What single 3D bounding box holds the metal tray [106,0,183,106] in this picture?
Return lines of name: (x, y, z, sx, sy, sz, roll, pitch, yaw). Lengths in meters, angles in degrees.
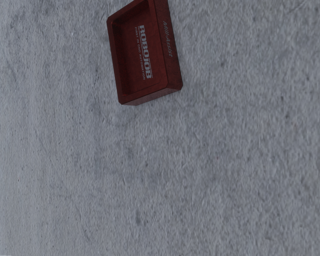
metal tray: (-0.024, -0.103, 0.419, 0.090, 0.030, 0.129, -16, 80, 38)
